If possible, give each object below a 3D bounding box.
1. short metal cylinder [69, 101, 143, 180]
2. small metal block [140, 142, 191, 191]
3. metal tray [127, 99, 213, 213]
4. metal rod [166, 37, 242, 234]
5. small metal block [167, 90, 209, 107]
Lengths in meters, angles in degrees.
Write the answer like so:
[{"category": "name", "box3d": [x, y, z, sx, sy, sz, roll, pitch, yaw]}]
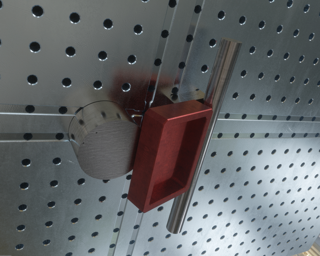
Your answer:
[{"category": "short metal cylinder", "box3d": [-0.063, 0.014, 0.370, 0.081, 0.050, 0.079, -14, 125, -21]}, {"category": "small metal block", "box3d": [0.009, 0.057, 0.452, 0.050, 0.025, 0.050, -43, 130, 1]}, {"category": "metal tray", "box3d": [0.012, 0.034, 0.386, 0.091, 0.030, 0.129, -15, 127, -44]}, {"category": "metal rod", "box3d": [0.053, 0.028, 0.426, 0.025, 0.025, 0.298, -1, 119, -28]}, {"category": "small metal block", "box3d": [0.037, -0.020, 0.421, 0.050, 0.025, 0.050, -14, 125, -21]}]
